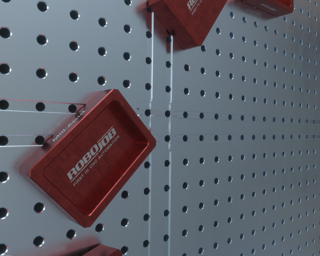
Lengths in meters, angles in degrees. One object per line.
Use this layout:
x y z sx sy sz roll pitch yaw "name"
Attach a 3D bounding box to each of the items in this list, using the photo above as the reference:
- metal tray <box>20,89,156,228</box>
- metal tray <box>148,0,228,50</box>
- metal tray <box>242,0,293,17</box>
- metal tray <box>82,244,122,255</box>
-0.072 0.030 0.344 0.130 0.030 0.090 -50 120 -28 "metal tray"
0.048 -0.190 0.445 0.090 0.030 0.130 44 64 -31 "metal tray"
0.199 -0.267 0.570 0.131 0.030 0.090 0 90 -40 "metal tray"
-0.088 0.189 0.311 0.131 0.030 0.090 -15 100 -53 "metal tray"
